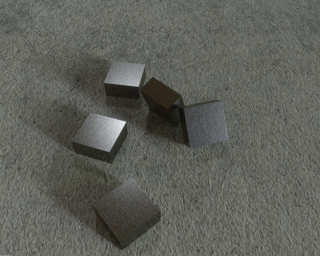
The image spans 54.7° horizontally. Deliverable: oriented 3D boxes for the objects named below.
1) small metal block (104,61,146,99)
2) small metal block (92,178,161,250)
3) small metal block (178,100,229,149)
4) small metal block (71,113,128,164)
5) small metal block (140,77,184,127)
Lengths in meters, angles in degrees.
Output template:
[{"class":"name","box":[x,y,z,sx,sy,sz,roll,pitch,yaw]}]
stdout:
[{"class":"small metal block","box":[-0.051,-0.072,0.463,0.050,0.025,0.050,7,50,6]},{"class":"small metal block","box":[-0.035,0.090,0.328,0.050,0.025,0.050,-32,57,-24]},{"class":"small metal block","box":[0.054,-0.006,0.389,0.050,0.050,0.025,-12,10,-10]},{"class":"small metal block","box":[-0.075,0.012,0.392,0.050,0.025,0.050,15,52,12]},{"class":"small metal block","box":[0.006,-0.034,0.412,0.050,0.050,0.025,36,77,26]}]
